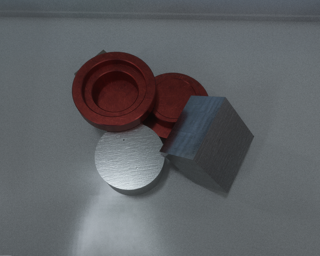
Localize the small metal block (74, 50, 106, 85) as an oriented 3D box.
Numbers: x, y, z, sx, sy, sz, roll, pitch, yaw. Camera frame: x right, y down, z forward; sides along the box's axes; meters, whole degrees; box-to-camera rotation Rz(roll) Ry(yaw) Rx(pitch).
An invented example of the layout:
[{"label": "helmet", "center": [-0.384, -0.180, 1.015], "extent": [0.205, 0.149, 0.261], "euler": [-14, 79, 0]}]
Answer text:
[{"label": "small metal block", "center": [-0.082, -0.069, 0.418], "extent": [0.025, 0.050, 0.050], "euler": [42, 76, 13]}]

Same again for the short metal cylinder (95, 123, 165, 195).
[{"label": "short metal cylinder", "center": [-0.035, 0.039, 0.380], "extent": [0.081, 0.050, 0.080], "euler": [0, 70, 0]}]

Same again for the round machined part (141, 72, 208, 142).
[{"label": "round machined part", "center": [0.018, -0.031, 0.409], "extent": [0.099, 0.042, 0.098], "euler": [0, 70, -1]}]

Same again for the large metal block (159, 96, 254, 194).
[{"label": "large metal block", "center": [0.058, 0.019, 0.365], "extent": [0.050, 0.080, 0.080], "euler": [9, 63, 47]}]

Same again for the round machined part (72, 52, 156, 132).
[{"label": "round machined part", "center": [-0.054, -0.041, 0.382], "extent": [0.099, 0.042, 0.098], "euler": [0, 70, -1]}]
